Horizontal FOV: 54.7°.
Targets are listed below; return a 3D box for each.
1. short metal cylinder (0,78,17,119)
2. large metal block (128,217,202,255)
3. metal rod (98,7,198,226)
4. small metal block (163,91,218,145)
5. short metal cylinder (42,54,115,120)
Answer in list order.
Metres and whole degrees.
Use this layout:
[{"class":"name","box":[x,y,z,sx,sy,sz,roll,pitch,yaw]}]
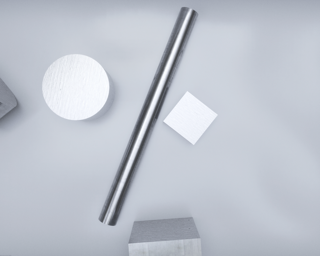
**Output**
[{"class":"short metal cylinder","box":[-0.227,-0.041,0.381,0.050,0.080,0.080,-39,91,0]},{"class":"large metal block","box":[0.007,0.150,0.384,0.081,0.080,0.050,-4,90,-1]},{"class":"metal rod","box":[-0.015,-0.015,0.411,0.025,0.025,0.299,21,90,-1]},{"class":"small metal block","box":[0.039,-0.013,0.412,0.050,0.025,0.050,38,90,-1]},{"class":"short metal cylinder","box":[-0.102,-0.049,0.398,0.081,0.050,0.079,0,90,-1]}]
